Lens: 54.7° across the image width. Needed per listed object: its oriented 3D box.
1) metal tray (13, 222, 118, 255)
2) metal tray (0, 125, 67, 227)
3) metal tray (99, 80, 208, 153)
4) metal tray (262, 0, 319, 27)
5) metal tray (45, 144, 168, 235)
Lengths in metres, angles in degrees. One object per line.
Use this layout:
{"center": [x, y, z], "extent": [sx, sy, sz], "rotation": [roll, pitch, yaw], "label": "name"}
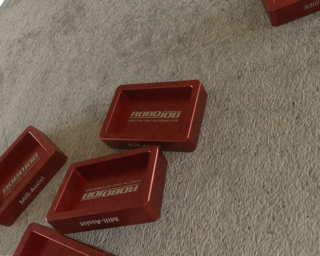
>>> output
{"center": [-0.120, 0.172, 0.357], "extent": [0.130, 0.030, 0.090], "rotation": [8, 65, 31], "label": "metal tray"}
{"center": [-0.212, 0.069, 0.469], "extent": [0.090, 0.030, 0.130], "rotation": [33, 80, 38], "label": "metal tray"}
{"center": [-0.009, -0.017, 0.414], "extent": [0.130, 0.030, 0.090], "rotation": [1, 60, 28], "label": "metal tray"}
{"center": [0.204, -0.198, 0.415], "extent": [0.130, 0.030, 0.090], "rotation": [-17, 55, 18], "label": "metal tray"}
{"center": [-0.060, 0.072, 0.368], "extent": [0.130, 0.030, 0.090], "rotation": [-14, 36, 19], "label": "metal tray"}
